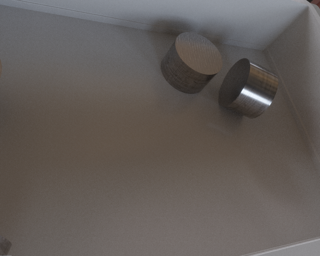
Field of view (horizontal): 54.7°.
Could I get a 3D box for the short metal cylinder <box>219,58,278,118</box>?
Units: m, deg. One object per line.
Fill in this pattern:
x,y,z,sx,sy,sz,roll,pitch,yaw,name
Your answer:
0.135,-0.061,0.480,0.050,0.080,0.080,22,54,-15,short metal cylinder

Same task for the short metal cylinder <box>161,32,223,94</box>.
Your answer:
0.048,-0.099,0.476,0.081,0.050,0.080,14,56,-21,short metal cylinder

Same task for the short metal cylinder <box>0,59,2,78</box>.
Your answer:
-0.204,-0.056,0.297,0.080,0.050,0.080,31,43,-35,short metal cylinder

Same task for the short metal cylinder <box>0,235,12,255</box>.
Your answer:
-0.160,0.097,0.225,0.080,0.080,0.050,25,53,-13,short metal cylinder
